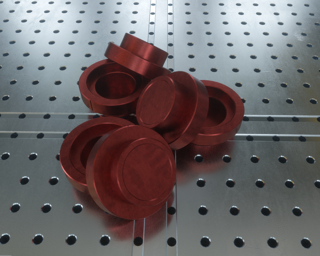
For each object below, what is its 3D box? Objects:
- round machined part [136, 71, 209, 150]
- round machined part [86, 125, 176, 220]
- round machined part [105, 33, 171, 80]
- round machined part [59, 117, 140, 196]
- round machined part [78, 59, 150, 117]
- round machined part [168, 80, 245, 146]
[{"bbox_3d":[0.008,-0.025,0.378,0.042,0.098,0.098,22,37,-39],"label":"round machined part"},{"bbox_3d":[-0.022,0.045,0.322,0.099,0.042,0.098,5,82,-33],"label":"round machined part"},{"bbox_3d":[-0.027,-0.103,0.448,0.098,0.042,0.098,25,11,-5],"label":"round machined part"},{"bbox_3d":[-0.063,0.036,0.365,0.099,0.042,0.098,0,50,0],"label":"round machined part"},{"bbox_3d":[-0.062,-0.053,0.440,0.099,0.042,0.098,0,50,0],"label":"round machined part"},{"bbox_3d":[0.058,-0.016,0.410,0.099,0.042,0.098,0,50,0],"label":"round machined part"}]
